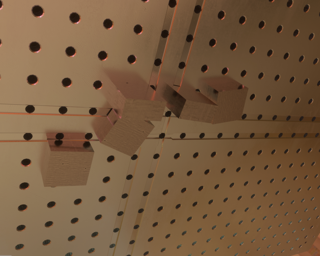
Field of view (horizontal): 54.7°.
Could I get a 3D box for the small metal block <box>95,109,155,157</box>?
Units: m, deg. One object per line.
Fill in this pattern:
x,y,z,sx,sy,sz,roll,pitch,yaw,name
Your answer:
-0.044,0.002,0.390,0.050,0.025,0.050,30,102,-38,small metal block

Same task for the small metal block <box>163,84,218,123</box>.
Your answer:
0.037,-0.031,0.398,0.050,0.050,0.025,7,115,-32,small metal block

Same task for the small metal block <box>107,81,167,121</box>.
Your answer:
-0.028,-0.031,0.362,0.050,0.050,0.025,2,117,-30,small metal block

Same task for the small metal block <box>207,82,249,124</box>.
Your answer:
0.093,-0.036,0.442,0.050,0.025,0.050,-9,123,-24,small metal block

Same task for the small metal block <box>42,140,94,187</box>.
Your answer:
-0.113,0.043,0.377,0.050,0.025,0.050,4,117,-31,small metal block
